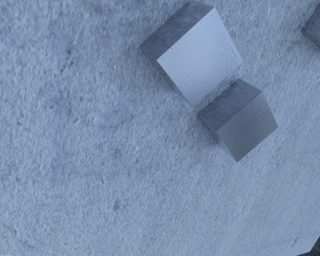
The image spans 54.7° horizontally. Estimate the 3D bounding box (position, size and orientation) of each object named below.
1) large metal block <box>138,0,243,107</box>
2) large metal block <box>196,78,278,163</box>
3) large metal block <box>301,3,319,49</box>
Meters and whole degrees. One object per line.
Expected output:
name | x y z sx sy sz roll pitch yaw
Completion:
large metal block | 0.037 -0.086 0.359 0.080 0.050 0.080 -43 130 1
large metal block | 0.113 -0.010 0.448 0.080 0.050 0.080 -41 130 -1
large metal block | 0.266 -0.151 0.445 0.080 0.050 0.080 20 108 -36
